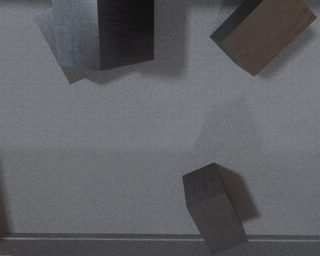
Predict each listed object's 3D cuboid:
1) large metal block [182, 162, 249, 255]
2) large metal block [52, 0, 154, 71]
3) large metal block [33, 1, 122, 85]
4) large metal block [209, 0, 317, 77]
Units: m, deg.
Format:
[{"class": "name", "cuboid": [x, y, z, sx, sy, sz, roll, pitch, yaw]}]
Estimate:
[{"class": "large metal block", "cuboid": [0.073, 0.107, 0.422, 0.050, 0.080, 0.080, -25, 108, 9]}, {"class": "large metal block", "cuboid": [-0.048, -0.100, 0.284, 0.050, 0.080, 0.079, 12, 113, 29]}, {"class": "large metal block", "cuboid": [-0.081, -0.107, 0.358, 0.080, 0.050, 0.080, -22, 109, 8]}, {"class": "large metal block", "cuboid": [0.107, -0.110, 0.342, 0.050, 0.080, 0.080, 42, 105, -14]}]
